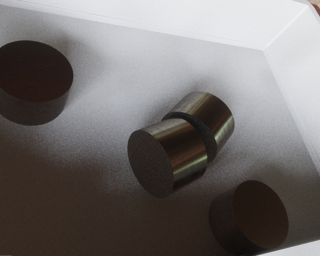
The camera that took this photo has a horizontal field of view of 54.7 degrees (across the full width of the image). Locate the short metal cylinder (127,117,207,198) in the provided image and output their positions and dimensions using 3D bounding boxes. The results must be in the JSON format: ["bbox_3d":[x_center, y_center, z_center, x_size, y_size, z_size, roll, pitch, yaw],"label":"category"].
[{"bbox_3d":[0.007,0.033,0.354,0.050,0.080,0.080,-21,73,-36],"label":"short metal cylinder"}]

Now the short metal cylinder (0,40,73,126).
[{"bbox_3d":[-0.142,-0.049,0.343,0.081,0.050,0.080,14,56,-21],"label":"short metal cylinder"}]

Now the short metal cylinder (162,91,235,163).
[{"bbox_3d":[0.047,0.000,0.395,0.080,0.080,0.050,43,51,1],"label":"short metal cylinder"}]

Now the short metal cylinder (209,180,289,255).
[{"bbox_3d":[0.108,0.110,0.380,0.081,0.050,0.080,14,56,-21],"label":"short metal cylinder"}]
